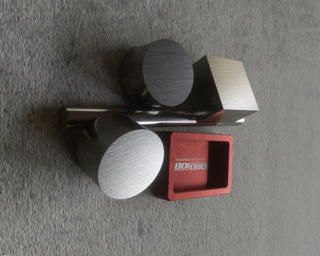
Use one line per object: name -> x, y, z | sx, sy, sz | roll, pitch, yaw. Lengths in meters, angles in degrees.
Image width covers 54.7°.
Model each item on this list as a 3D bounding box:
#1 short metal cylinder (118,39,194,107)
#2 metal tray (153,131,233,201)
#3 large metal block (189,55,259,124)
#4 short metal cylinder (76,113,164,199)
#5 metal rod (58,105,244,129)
short metal cylinder -> -0.004, -0.066, 0.386 | 0.081, 0.050, 0.080 | 0, 89, -40
metal tray -> 0.052, 0.052, 0.445 | 0.131, 0.030, 0.089 | 4, 87, -40
large metal block -> 0.087, -0.053, 0.447 | 0.081, 0.050, 0.080 | -1, 70, -40
short metal cylinder -> -0.043, 0.030, 0.338 | 0.081, 0.050, 0.079 | -19, 123, -33
metal rod -> 0.015, -0.014, 0.420 | 0.302, 0.025, 0.025 | -1, 91, -40
